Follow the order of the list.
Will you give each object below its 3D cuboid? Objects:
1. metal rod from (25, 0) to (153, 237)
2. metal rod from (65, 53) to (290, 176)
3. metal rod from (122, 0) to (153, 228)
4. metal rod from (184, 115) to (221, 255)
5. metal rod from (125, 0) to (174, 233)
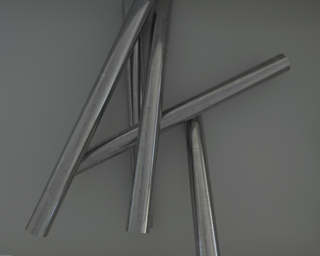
[{"bbox_3d":[-0.079,-0.021,0.365,0.025,0.025,0.299,23,81,-1],"label":"metal rod"},{"bbox_3d":[0.023,-0.017,0.388,0.301,0.025,0.025,-26,90,-3],"label":"metal rod"},{"bbox_3d":[-0.030,-0.018,0.411,0.025,0.025,0.298,-3,90,-1],"label":"metal rod"},{"bbox_3d":[0.049,0.109,0.336,0.025,0.025,0.299,-2,58,0],"label":"metal rod"},{"bbox_3d":[-0.009,-0.033,0.369,0.025,0.025,0.299,6,73,-1],"label":"metal rod"}]
